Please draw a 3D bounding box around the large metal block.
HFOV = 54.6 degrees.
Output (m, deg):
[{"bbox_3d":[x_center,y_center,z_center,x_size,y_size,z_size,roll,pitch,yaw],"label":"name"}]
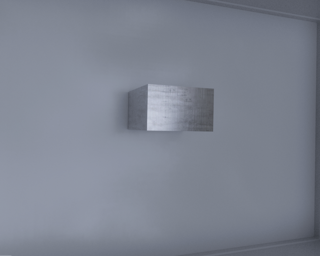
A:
[{"bbox_3d":[0.011,-0.022,0.382,0.081,0.080,0.050,1,90,-20],"label":"large metal block"}]
